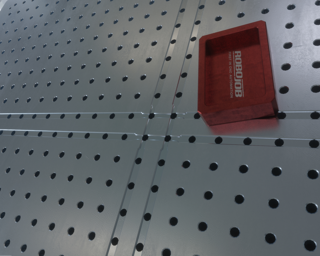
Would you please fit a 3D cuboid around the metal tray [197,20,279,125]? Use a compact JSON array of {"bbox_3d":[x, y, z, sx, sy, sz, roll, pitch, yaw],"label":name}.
[{"bbox_3d":[0.097,-0.072,0.398,0.090,0.030,0.130,-9,58,23],"label":"metal tray"}]
